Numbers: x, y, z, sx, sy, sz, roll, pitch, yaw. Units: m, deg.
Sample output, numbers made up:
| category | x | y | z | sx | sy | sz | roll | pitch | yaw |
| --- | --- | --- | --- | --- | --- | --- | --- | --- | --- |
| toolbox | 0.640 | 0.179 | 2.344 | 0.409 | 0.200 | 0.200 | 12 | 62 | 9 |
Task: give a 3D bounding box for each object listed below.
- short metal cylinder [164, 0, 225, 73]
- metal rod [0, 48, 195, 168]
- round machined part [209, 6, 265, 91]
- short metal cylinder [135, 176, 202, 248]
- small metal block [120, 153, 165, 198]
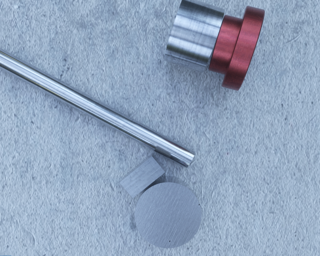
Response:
| category | x | y | z | sx | sy | sz | roll | pitch | yaw |
| --- | --- | --- | --- | --- | --- | --- | --- | --- | --- |
| short metal cylinder | 0.041 | -0.114 | 0.383 | 0.050 | 0.080 | 0.080 | 18 | 90 | 0 |
| metal rod | -0.092 | -0.029 | 0.409 | 0.301 | 0.025 | 0.025 | 28 | 90 | 0 |
| round machined part | 0.089 | -0.097 | 0.375 | 0.042 | 0.098 | 0.097 | 17 | 90 | 7 |
| short metal cylinder | 0.010 | 0.105 | 0.398 | 0.081 | 0.050 | 0.079 | 0 | 90 | 0 |
| small metal block | -0.021 | 0.059 | 0.397 | 0.050 | 0.050 | 0.025 | -39 | 90 | 0 |
